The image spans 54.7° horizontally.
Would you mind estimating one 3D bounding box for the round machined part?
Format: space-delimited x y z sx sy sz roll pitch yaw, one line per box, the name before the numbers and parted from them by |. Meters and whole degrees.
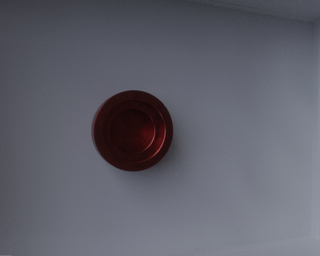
round machined part | -0.036 0.003 0.389 0.099 0.042 0.097 0 90 -21
